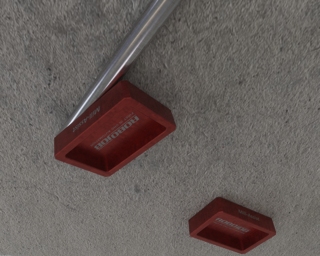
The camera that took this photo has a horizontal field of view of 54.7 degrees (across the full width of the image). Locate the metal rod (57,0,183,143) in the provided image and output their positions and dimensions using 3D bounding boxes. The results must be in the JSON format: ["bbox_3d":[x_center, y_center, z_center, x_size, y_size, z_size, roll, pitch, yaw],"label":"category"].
[{"bbox_3d":[-0.040,-0.076,0.341,0.025,0.025,0.299,29,124,-23],"label":"metal rod"}]

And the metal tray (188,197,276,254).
[{"bbox_3d":[0.129,0.179,0.557,0.131,0.030,0.090,26,126,-21],"label":"metal tray"}]

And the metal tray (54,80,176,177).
[{"bbox_3d":[-0.057,0.007,0.389,0.130,0.030,0.090,-36,137,23],"label":"metal tray"}]
